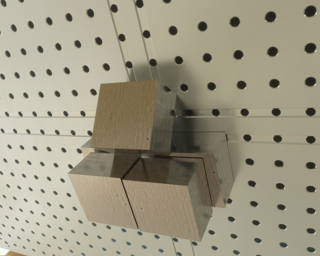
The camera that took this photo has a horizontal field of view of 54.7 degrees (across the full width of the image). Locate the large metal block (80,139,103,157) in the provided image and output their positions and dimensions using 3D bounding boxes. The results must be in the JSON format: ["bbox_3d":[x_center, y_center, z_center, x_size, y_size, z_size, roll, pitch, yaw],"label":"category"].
[{"bbox_3d":[-0.058,0.051,0.456,0.080,0.050,0.079,2,119,27],"label":"large metal block"}]

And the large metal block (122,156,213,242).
[{"bbox_3d":[0.012,0.082,0.371,0.080,0.050,0.080,0,119,28],"label":"large metal block"}]

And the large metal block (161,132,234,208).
[{"bbox_3d":[0.045,0.052,0.402,0.080,0.050,0.080,-1,118,28],"label":"large metal block"}]

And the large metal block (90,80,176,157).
[{"bbox_3d":[-0.031,-0.010,0.377,0.080,0.050,0.080,0,77,27],"label":"large metal block"}]

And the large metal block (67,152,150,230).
[{"bbox_3d":[-0.061,0.080,0.407,0.080,0.050,0.080,0,119,28],"label":"large metal block"}]
